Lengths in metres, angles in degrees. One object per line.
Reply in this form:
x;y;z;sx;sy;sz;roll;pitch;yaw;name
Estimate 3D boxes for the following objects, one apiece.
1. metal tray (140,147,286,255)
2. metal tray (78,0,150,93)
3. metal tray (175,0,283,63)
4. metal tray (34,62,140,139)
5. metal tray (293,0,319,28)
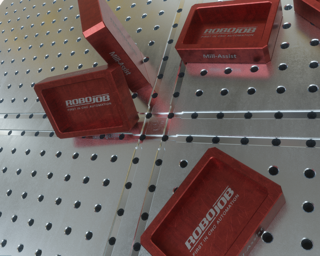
0.053;0.094;0.318;0.090;0.030;0.130;33;79;37;metal tray
-0.064;-0.122;0.448;0.030;0.130;0.090;-26;53;12;metal tray
0.096;-0.137;0.437;0.130;0.030;0.090;8;65;31;metal tray
-0.104;-0.035;0.439;0.130;0.089;0.030;-6;26;24;metal tray
0.248;-0.175;0.382;0.130;0.030;0.090;-33;52;5;metal tray
